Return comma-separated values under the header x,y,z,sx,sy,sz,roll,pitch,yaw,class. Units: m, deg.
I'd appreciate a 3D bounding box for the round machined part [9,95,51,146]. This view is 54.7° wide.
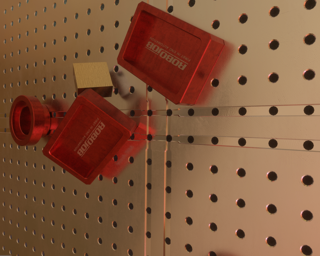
x,y,z,sx,sy,sz,roll,pitch,yaw,class
-0.252,-0.014,0.607,0.098,0.042,0.097,0,90,40,round machined part

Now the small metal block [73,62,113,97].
x,y,z,sx,sy,sz,roll,pitch,yaw,class
-0.102,-0.072,0.468,0.025,0.050,0.050,111,146,-52,small metal block

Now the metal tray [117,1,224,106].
x,y,z,sx,sy,sz,roll,pitch,yaw,class
0.007,-0.097,0.400,0.130,0.030,0.089,39,113,33,metal tray

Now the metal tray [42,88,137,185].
x,y,z,sx,sy,sz,roll,pitch,yaw,class
-0.107,0.016,0.463,0.090,0.030,0.129,37,119,-7,metal tray
